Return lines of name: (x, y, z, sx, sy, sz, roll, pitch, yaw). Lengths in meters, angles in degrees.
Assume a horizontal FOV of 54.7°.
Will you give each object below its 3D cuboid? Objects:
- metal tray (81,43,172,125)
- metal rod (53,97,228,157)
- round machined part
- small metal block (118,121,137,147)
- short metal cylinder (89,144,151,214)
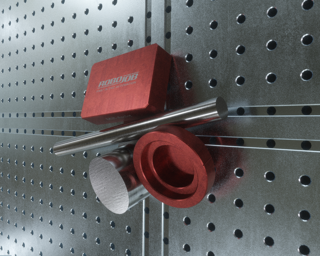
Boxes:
metal tray: (-0.049, -0.056, 0.426, 0.130, 0.030, 0.090, -6, 67, 39)
metal rod: (-0.050, 0.007, 0.414, 0.300, 0.025, 0.025, -14, 82, 38)
round machined part: (0.020, 0.041, 0.365, 0.098, 0.042, 0.097, 16, 120, 29)
small metal block: (-0.030, 0.015, 0.443, 0.050, 0.025, 0.050, 23, 104, 37)
short metal cylinder: (-0.051, 0.067, 0.417, 0.080, 0.050, 0.079, 21, 122, 38)
